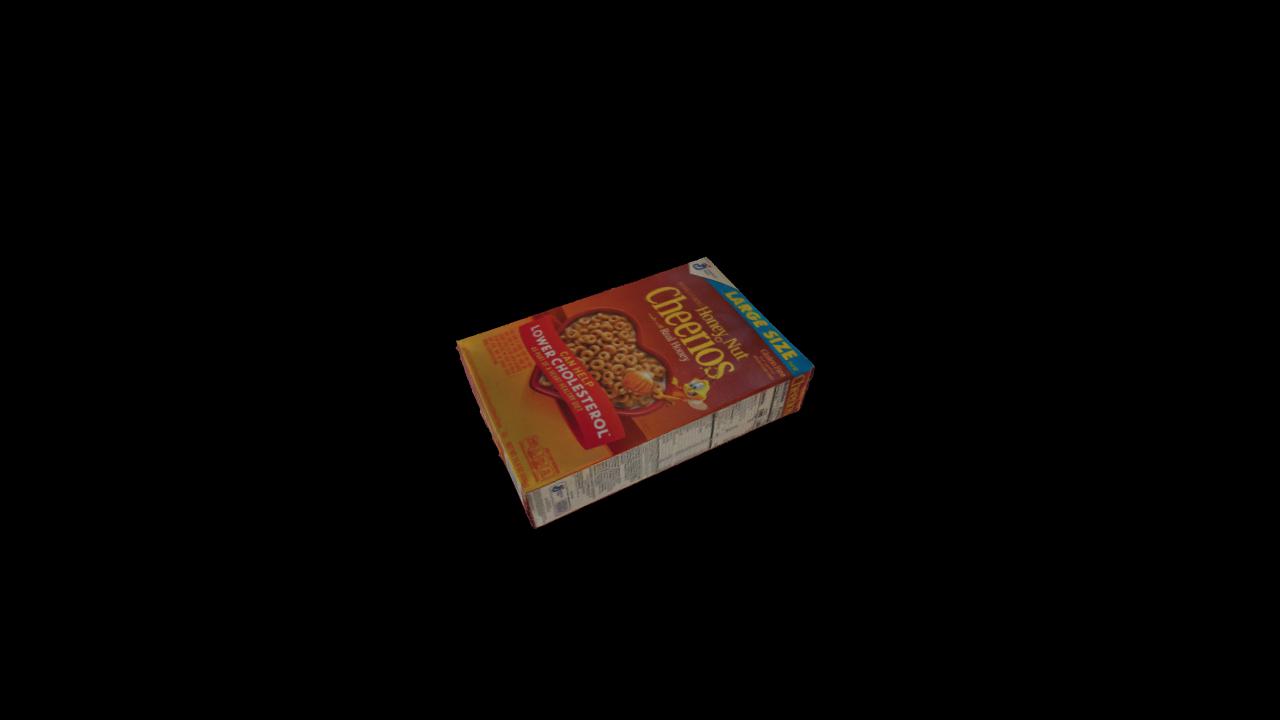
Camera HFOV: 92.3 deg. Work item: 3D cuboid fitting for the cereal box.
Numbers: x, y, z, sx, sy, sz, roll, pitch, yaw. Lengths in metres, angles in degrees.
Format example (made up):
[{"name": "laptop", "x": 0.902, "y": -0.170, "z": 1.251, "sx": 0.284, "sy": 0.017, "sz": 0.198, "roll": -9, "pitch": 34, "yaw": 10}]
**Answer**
[{"name": "cereal box", "x": -0.008, "y": 0.015, "z": 0.632, "sx": 0.306, "sy": 0.081, "sz": 0.203, "roll": -21, "pitch": 51, "yaw": -17}]
